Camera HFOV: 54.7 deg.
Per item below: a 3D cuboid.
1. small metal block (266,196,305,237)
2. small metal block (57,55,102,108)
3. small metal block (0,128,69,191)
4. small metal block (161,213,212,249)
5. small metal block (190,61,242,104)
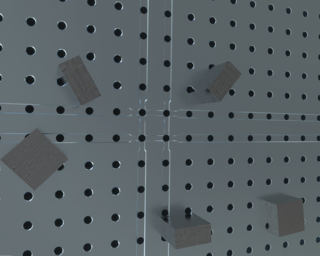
[{"bbox_3d":[0.197,0.138,0.488,0.050,0.025,0.050,-5,92,-20],"label":"small metal block"},{"bbox_3d":[-0.096,-0.053,0.364,0.025,0.050,0.050,-31,100,-18],"label":"small metal block"},{"bbox_3d":[-0.144,0.035,0.360,0.050,0.025,0.050,-45,105,-15],"label":"small metal block"},{"bbox_3d":[0.034,0.136,0.413,0.050,0.050,0.025,-2,91,-20],"label":"small metal block"},{"bbox_3d":[0.077,-0.062,0.429,0.025,0.050,0.050,42,77,-16],"label":"small metal block"}]
